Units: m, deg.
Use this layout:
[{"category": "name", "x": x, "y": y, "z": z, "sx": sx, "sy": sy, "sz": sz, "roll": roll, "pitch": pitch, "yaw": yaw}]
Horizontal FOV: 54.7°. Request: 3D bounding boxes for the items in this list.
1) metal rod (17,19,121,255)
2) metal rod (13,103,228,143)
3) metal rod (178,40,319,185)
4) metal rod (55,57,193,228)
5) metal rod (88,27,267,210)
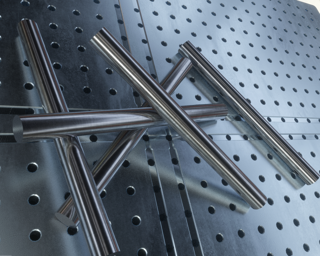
[{"category": "metal rod", "x": -0.108, "y": -0.008, "z": 0.334, "sx": 0.025, "sy": 0.025, "sz": 0.299, "roll": -10, "pitch": 60, "yaw": -33}, {"category": "metal rod", "x": -0.015, "y": -0.012, "z": 0.374, "sx": 0.302, "sy": 0.025, "sz": 0.025, "roll": -7, "pitch": 65, "yaw": -43}, {"category": "metal rod", "x": 0.141, "y": -0.027, "z": 0.502, "sx": 0.300, "sy": 0.025, "sz": 0.025, "roll": 47, "pitch": 51, "yaw": 4}, {"category": "metal rod", "x": -0.026, "y": -0.005, "z": 0.398, "sx": 0.025, "sy": 0.025, "sz": 0.301, "roll": 38, "pitch": 51, "yaw": -4}, {"category": "metal rod", "x": 0.034, "y": 0.001, "z": 0.375, "sx": 0.300, "sy": 0.025, "sz": 0.025, "roll": 45, "pitch": 49, "yaw": -19}]
